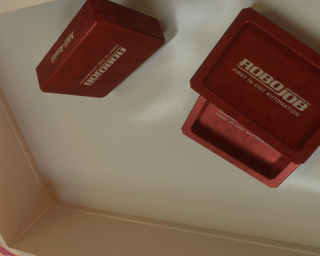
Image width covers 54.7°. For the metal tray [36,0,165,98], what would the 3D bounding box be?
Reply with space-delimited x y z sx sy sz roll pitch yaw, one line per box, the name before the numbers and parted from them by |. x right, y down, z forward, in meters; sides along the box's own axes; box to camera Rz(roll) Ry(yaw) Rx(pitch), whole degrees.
metal tray | -0.069 -0.082 0.351 0.130 0.091 0.030 -33 67 38

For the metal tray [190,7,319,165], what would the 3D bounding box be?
metal tray | 0.106 -0.039 0.296 0.130 0.030 0.090 37 101 6

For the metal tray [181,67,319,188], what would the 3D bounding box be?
metal tray | 0.100 0.001 0.352 0.130 0.030 0.089 32 129 7
